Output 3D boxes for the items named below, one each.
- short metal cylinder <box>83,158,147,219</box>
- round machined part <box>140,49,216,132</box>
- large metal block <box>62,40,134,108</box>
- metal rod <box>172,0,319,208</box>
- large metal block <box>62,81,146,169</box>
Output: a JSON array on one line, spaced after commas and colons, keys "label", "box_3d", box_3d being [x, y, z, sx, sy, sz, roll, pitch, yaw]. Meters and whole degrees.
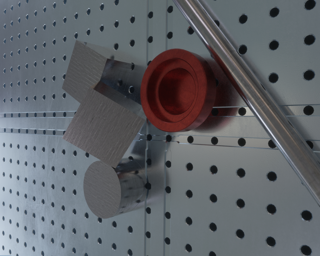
[{"label": "short metal cylinder", "box_3d": [-0.065, 0.085, 0.447, 0.080, 0.050, 0.079, 0, 90, 40]}, {"label": "round machined part", "box_3d": [0.026, -0.044, 0.377, 0.098, 0.042, 0.097, 0, 90, 40]}, {"label": "large metal block", "box_3d": [-0.097, -0.078, 0.473, 0.080, 0.050, 0.079, 35, 112, 34]}, {"label": "metal rod", "box_3d": [0.090, -0.053, 0.335, 0.025, 0.025, 0.299, -43, 64, 31]}, {"label": "large metal block", "box_3d": [-0.071, -0.006, 0.421, 0.080, 0.050, 0.080, 31, 107, -6]}]
